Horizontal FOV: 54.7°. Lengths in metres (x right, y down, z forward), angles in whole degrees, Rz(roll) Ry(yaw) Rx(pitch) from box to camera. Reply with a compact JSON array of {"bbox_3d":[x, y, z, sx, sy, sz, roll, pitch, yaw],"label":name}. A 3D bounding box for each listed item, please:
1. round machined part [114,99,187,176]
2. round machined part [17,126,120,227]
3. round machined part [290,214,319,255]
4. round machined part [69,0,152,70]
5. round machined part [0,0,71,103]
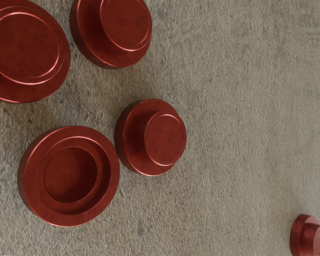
[{"bbox_3d":[-0.004,0.012,0.390,0.099,0.042,0.097,0,90,-40],"label":"round machined part"},{"bbox_3d":[-0.094,0.046,0.315,0.099,0.042,0.097,0,90,-40],"label":"round machined part"},{"bbox_3d":[0.323,0.239,0.665,0.099,0.042,0.097,0,90,-40],"label":"round machined part"},{"bbox_3d":[-0.048,-0.118,0.353,0.099,0.042,0.097,0,90,-40],"label":"round machined part"},{"bbox_3d":[-0.129,-0.072,0.285,0.099,0.042,0.097,0,90,-40],"label":"round machined part"}]
